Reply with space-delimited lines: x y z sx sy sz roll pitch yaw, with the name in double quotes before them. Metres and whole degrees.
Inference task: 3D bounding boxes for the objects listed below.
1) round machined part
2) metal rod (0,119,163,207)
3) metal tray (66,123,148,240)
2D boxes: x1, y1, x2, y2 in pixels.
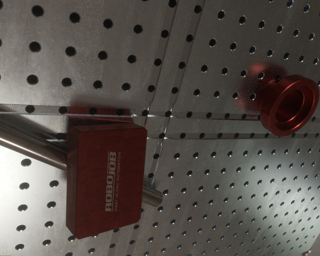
"round machined part" 0.196 -0.038 0.487 0.099 0.042 0.097 -14 125 -21
"metal rod" -0.103 0.046 0.383 0.301 0.025 0.025 33 100 -39
"metal tray" -0.065 0.061 0.381 0.091 0.030 0.129 -4 105 -37
